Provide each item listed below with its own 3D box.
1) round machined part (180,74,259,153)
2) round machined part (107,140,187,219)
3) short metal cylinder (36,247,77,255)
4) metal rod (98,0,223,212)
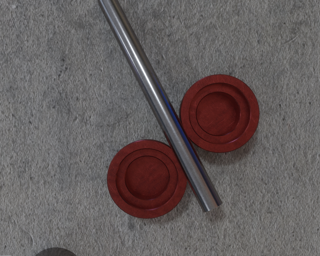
[{"bbox_3d":[0.074,-0.018,0.403,0.099,0.042,0.097,0,90,-1],"label":"round machined part"},{"bbox_3d":[-0.016,0.063,0.401,0.099,0.042,0.097,0,90,-1],"label":"round machined part"},{"bbox_3d":[-0.142,0.202,0.396,0.081,0.050,0.079,0,90,-1],"label":"short metal cylinder"},{"bbox_3d":[-0.005,-0.039,0.384,0.025,0.025,0.299,-27,80,0],"label":"metal rod"}]
